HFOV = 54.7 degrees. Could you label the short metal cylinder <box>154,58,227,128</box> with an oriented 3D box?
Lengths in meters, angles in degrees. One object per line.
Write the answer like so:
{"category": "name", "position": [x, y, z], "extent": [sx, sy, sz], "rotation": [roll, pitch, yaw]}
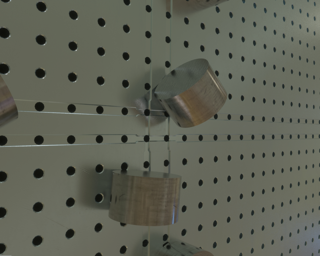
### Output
{"category": "short metal cylinder", "position": [0.040, -0.046, 0.406], "extent": [0.050, 0.080, 0.080], "rotation": [52, 60, -28]}

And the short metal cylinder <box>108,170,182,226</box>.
{"category": "short metal cylinder", "position": [-0.017, 0.078, 0.359], "extent": [0.081, 0.080, 0.050], "rotation": [8, 85, -40]}

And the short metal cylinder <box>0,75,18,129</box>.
{"category": "short metal cylinder", "position": [-0.158, -0.027, 0.240], "extent": [0.050, 0.080, 0.080], "rotation": [-40, 115, -33]}

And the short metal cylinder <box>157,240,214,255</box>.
{"category": "short metal cylinder", "position": [0.034, 0.201, 0.422], "extent": [0.081, 0.050, 0.079], "rotation": [0, 90, -40]}

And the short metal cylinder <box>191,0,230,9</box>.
{"category": "short metal cylinder", "position": [0.079, -0.224, 0.458], "extent": [0.081, 0.050, 0.079], "rotation": [0, 90, -40]}
